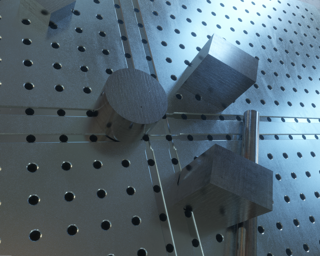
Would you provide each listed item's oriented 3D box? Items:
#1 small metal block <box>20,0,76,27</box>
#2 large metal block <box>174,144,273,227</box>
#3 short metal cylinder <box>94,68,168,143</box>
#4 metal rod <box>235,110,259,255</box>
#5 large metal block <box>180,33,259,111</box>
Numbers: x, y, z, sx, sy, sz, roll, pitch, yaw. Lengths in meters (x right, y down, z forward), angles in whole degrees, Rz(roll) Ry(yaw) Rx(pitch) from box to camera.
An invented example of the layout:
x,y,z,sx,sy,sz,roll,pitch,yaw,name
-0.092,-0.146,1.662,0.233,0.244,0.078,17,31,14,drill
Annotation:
x,y,z,sx,sy,sz,roll,pitch,yaw,name
-0.156,-0.176,0.432,0.050,0.025,0.050,40,51,-1,small metal block
0.075,0.072,0.371,0.080,0.080,0.050,26,53,-13,large metal block
-0.037,-0.028,0.391,0.081,0.050,0.080,14,56,-21,short metal cylinder
0.118,0.096,0.415,0.025,0.025,0.300,25,53,-14,metal rod
0.090,-0.083,0.475,0.080,0.080,0.050,28,52,-11,large metal block
